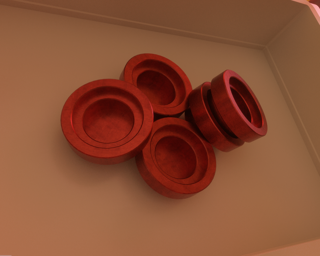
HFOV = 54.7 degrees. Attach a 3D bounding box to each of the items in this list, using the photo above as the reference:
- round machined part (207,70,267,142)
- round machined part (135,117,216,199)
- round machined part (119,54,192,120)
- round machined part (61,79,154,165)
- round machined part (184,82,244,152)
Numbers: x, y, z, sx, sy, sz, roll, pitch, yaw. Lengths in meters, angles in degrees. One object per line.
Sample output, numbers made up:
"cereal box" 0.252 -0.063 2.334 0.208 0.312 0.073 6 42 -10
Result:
"round machined part" 0.096 -0.025 0.410 0.098 0.042 0.098 33 41 -34
"round machined part" 0.015 0.039 0.376 0.099 0.042 0.098 14 56 -21
"round machined part" -0.009 -0.049 0.417 0.099 0.042 0.098 14 56 -21
"round machined part" -0.058 -0.004 0.351 0.099 0.042 0.098 2 63 -4
"round machined part" 0.071 -0.011 0.424 0.098 0.042 0.098 33 40 -33
